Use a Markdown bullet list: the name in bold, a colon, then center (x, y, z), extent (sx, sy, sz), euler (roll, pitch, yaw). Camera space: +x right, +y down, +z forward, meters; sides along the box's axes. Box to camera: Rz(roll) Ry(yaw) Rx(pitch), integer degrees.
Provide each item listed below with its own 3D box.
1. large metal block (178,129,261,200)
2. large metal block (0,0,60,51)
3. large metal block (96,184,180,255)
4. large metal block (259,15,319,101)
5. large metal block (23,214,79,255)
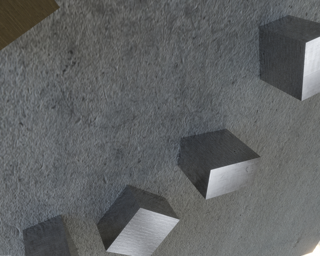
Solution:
- **large metal block**: center (0.082, 0.048, 0.445), extent (0.081, 0.080, 0.050), euler (-10, 123, -23)
- **large metal block**: center (-0.142, -0.111, 0.244), extent (0.080, 0.050, 0.080), euler (-38, 129, -3)
- **large metal block**: center (-0.032, 0.140, 0.459), extent (0.080, 0.050, 0.080), euler (29, 102, -38)
- **large metal block**: center (0.179, -0.094, 0.410), extent (0.050, 0.080, 0.080), euler (-25, 128, -13)
- **large metal block**: center (-0.136, 0.177, 0.406), extent (0.050, 0.080, 0.080), euler (-21, 126, -16)
